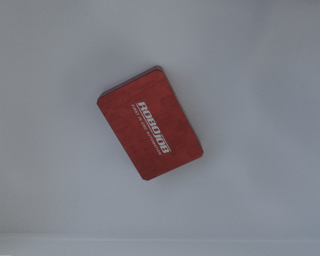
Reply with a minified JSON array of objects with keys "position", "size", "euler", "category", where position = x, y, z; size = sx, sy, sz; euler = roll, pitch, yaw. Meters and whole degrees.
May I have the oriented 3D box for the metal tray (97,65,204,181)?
[{"position":[-0.010,-0.004,0.407],"size":[0.090,0.030,0.130],"euler":[-26,108,9],"category":"metal tray"}]
